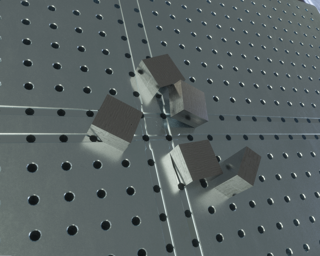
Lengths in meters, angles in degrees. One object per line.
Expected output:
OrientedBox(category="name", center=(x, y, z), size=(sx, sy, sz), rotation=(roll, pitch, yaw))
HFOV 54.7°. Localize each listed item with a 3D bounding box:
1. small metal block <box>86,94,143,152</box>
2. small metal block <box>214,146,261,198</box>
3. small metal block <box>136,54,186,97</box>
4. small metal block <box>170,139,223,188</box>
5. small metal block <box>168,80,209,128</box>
OrientedBox(category="small metal block", center=(-0.055, -0.006, 0.384), size=(0.050, 0.025, 0.050), rotation=(27, 52, -11))
OrientedBox(category="small metal block", center=(0.104, 0.059, 0.414), size=(0.025, 0.050, 0.050), rotation=(36, 51, -5))
OrientedBox(category="small metal block", center=(0.001, -0.078, 0.458), size=(0.050, 0.025, 0.050), rotation=(-23, 74, -36))
OrientedBox(category="small metal block", center=(0.048, 0.046, 0.408), size=(0.050, 0.025, 0.050), rotation=(-7, 65, -32))
OrientedBox(category="small metal block", center=(0.040, -0.034, 0.444), size=(0.050, 0.025, 0.050), rotation=(22, 52, -37))
